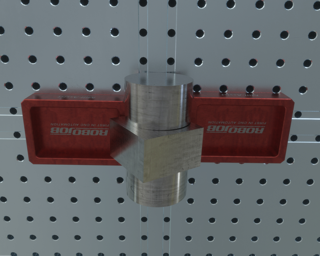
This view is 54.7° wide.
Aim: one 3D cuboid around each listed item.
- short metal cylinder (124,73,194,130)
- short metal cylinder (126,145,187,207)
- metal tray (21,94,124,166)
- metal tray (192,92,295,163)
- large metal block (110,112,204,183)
[{"bbox_3d":[-0.002,-0.035,0.371,0.081,0.080,0.050,1,110,-1],"label":"short metal cylinder"},{"bbox_3d":[-0.004,0.059,0.405,0.081,0.080,0.050,2,110,-1],"label":"short metal cylinder"},{"bbox_3d":[-0.107,0.003,0.410,0.131,0.030,0.089,1,110,-1],"label":"metal tray"},{"bbox_3d":[0.102,0.000,0.411,0.131,0.030,0.089,1,110,-1],"label":"metal tray"},{"bbox_3d":[-0.006,0.017,0.375,0.081,0.080,0.050,-11,114,-33],"label":"large metal block"}]
